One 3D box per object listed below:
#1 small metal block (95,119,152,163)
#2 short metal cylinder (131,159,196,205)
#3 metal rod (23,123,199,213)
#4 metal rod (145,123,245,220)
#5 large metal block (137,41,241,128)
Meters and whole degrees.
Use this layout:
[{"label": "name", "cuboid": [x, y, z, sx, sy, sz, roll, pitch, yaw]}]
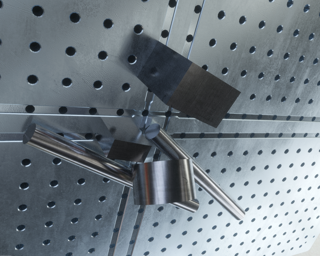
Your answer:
[{"label": "small metal block", "cuboid": [-0.046, 0.016, 0.381, 0.050, 0.050, 0.025, 13, 112, -34]}, {"label": "short metal cylinder", "cuboid": [0.005, 0.070, 0.403, 0.081, 0.080, 0.050, -1, 80, -29]}, {"label": "metal rod", "cuboid": [-0.043, 0.069, 0.431, 0.301, 0.025, 0.025, 32, 100, -39]}, {"label": "metal rod", "cuboid": [0.072, 0.086, 0.505, 0.025, 0.025, 0.300, -44, 130, 2]}, {"label": "large metal block", "cuboid": [0.032, -0.051, 0.363, 0.080, 0.080, 0.050, 22, 106, -37]}]
